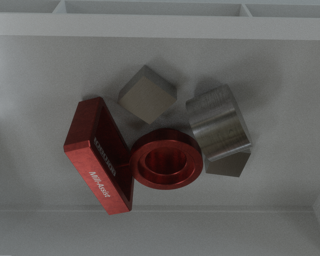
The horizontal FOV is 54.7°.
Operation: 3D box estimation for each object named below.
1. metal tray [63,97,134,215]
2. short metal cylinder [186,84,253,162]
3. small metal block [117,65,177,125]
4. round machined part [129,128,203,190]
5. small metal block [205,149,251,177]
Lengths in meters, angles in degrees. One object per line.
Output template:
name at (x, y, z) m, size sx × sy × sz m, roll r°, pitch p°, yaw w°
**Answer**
metal tray at (-0.069, 0.037, 0.395) m, size 0.030 × 0.090 × 0.129 m, roll -13°, pitch 129°, yaw 11°
short metal cylinder at (0.071, -0.006, 0.367) m, size 0.050 × 0.080 × 0.080 m, roll -23°, pitch 127°, yaw 18°
small metal block at (-0.015, -0.039, 0.373) m, size 0.050 × 0.025 × 0.050 m, roll 34°, pitch 123°, yaw -24°
round machined part at (0.008, 0.038, 0.427) m, size 0.099 × 0.042 × 0.097 m, roll -1°, pitch 130°, yaw 0°
small metal block at (0.095, 0.042, 0.444) m, size 0.050 × 0.025 × 0.050 m, roll 8°, pitch 129°, yaw -6°
